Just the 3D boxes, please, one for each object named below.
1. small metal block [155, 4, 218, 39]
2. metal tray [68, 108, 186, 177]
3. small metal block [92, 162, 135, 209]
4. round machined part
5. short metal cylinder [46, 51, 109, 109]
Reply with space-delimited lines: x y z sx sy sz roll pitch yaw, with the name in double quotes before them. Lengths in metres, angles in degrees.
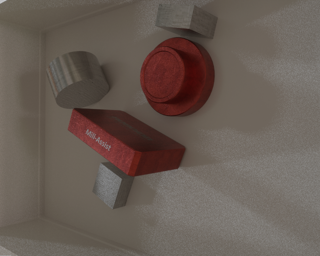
"small metal block" 0.031 -0.125 0.363 0.050 0.050 0.025 20 103 38
"metal tray" -0.044 0.013 0.398 0.130 0.091 0.030 30 109 35
"small metal block" -0.070 0.084 0.462 0.050 0.025 0.050 29 108 36
"round machined part" 0.014 -0.063 0.383 0.098 0.042 0.097 0 90 39
"short metal cylinder" -0.125 -0.071 0.471 0.080 0.081 0.050 -37 68 33
